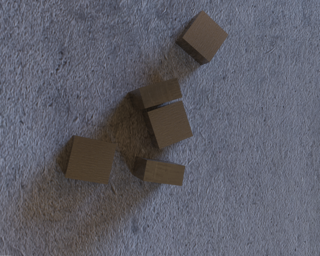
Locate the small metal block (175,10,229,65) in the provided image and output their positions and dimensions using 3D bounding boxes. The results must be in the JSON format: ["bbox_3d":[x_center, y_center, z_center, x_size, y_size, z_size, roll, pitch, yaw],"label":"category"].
[{"bbox_3d":[0.058,-0.124,0.430,0.050,0.025,0.050,38,78,-16],"label":"small metal block"}]

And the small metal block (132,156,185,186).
[{"bbox_3d":[-0.003,0.054,0.395,0.050,0.050,0.025,11,86,-20],"label":"small metal block"}]

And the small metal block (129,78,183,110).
[{"bbox_3d":[-0.007,-0.042,0.393,0.050,0.050,0.025,-18,97,-19],"label":"small metal block"}]

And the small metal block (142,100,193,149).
[{"bbox_3d":[0.010,-0.005,0.413,0.050,0.025,0.050,-20,97,-19],"label":"small metal block"}]

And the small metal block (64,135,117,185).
[{"bbox_3d":[-0.085,0.038,0.378,0.050,0.025,0.050,14,85,-20],"label":"small metal block"}]
